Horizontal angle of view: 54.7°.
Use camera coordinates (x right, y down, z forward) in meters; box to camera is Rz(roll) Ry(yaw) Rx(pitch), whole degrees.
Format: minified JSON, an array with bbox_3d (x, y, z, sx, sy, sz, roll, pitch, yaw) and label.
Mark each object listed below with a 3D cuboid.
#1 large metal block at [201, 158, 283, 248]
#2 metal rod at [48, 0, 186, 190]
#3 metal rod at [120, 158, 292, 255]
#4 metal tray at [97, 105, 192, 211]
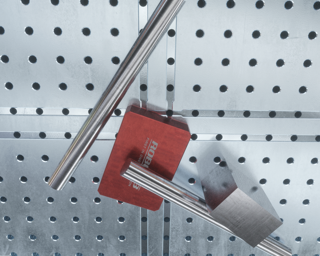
[{"bbox_3d":[0.107,0.099,0.422,0.080,0.080,0.050,39,106,-13],"label":"large metal block"},{"bbox_3d":[-0.064,-0.036,0.399,0.025,0.025,0.299,32,107,-11],"label":"metal rod"},{"bbox_3d":[0.077,0.124,0.438,0.301,0.025,0.025,32,107,-20],"label":"metal rod"},{"bbox_3d":[-0.023,0.044,0.427,0.091,0.030,0.129,19,109,-7],"label":"metal tray"}]
